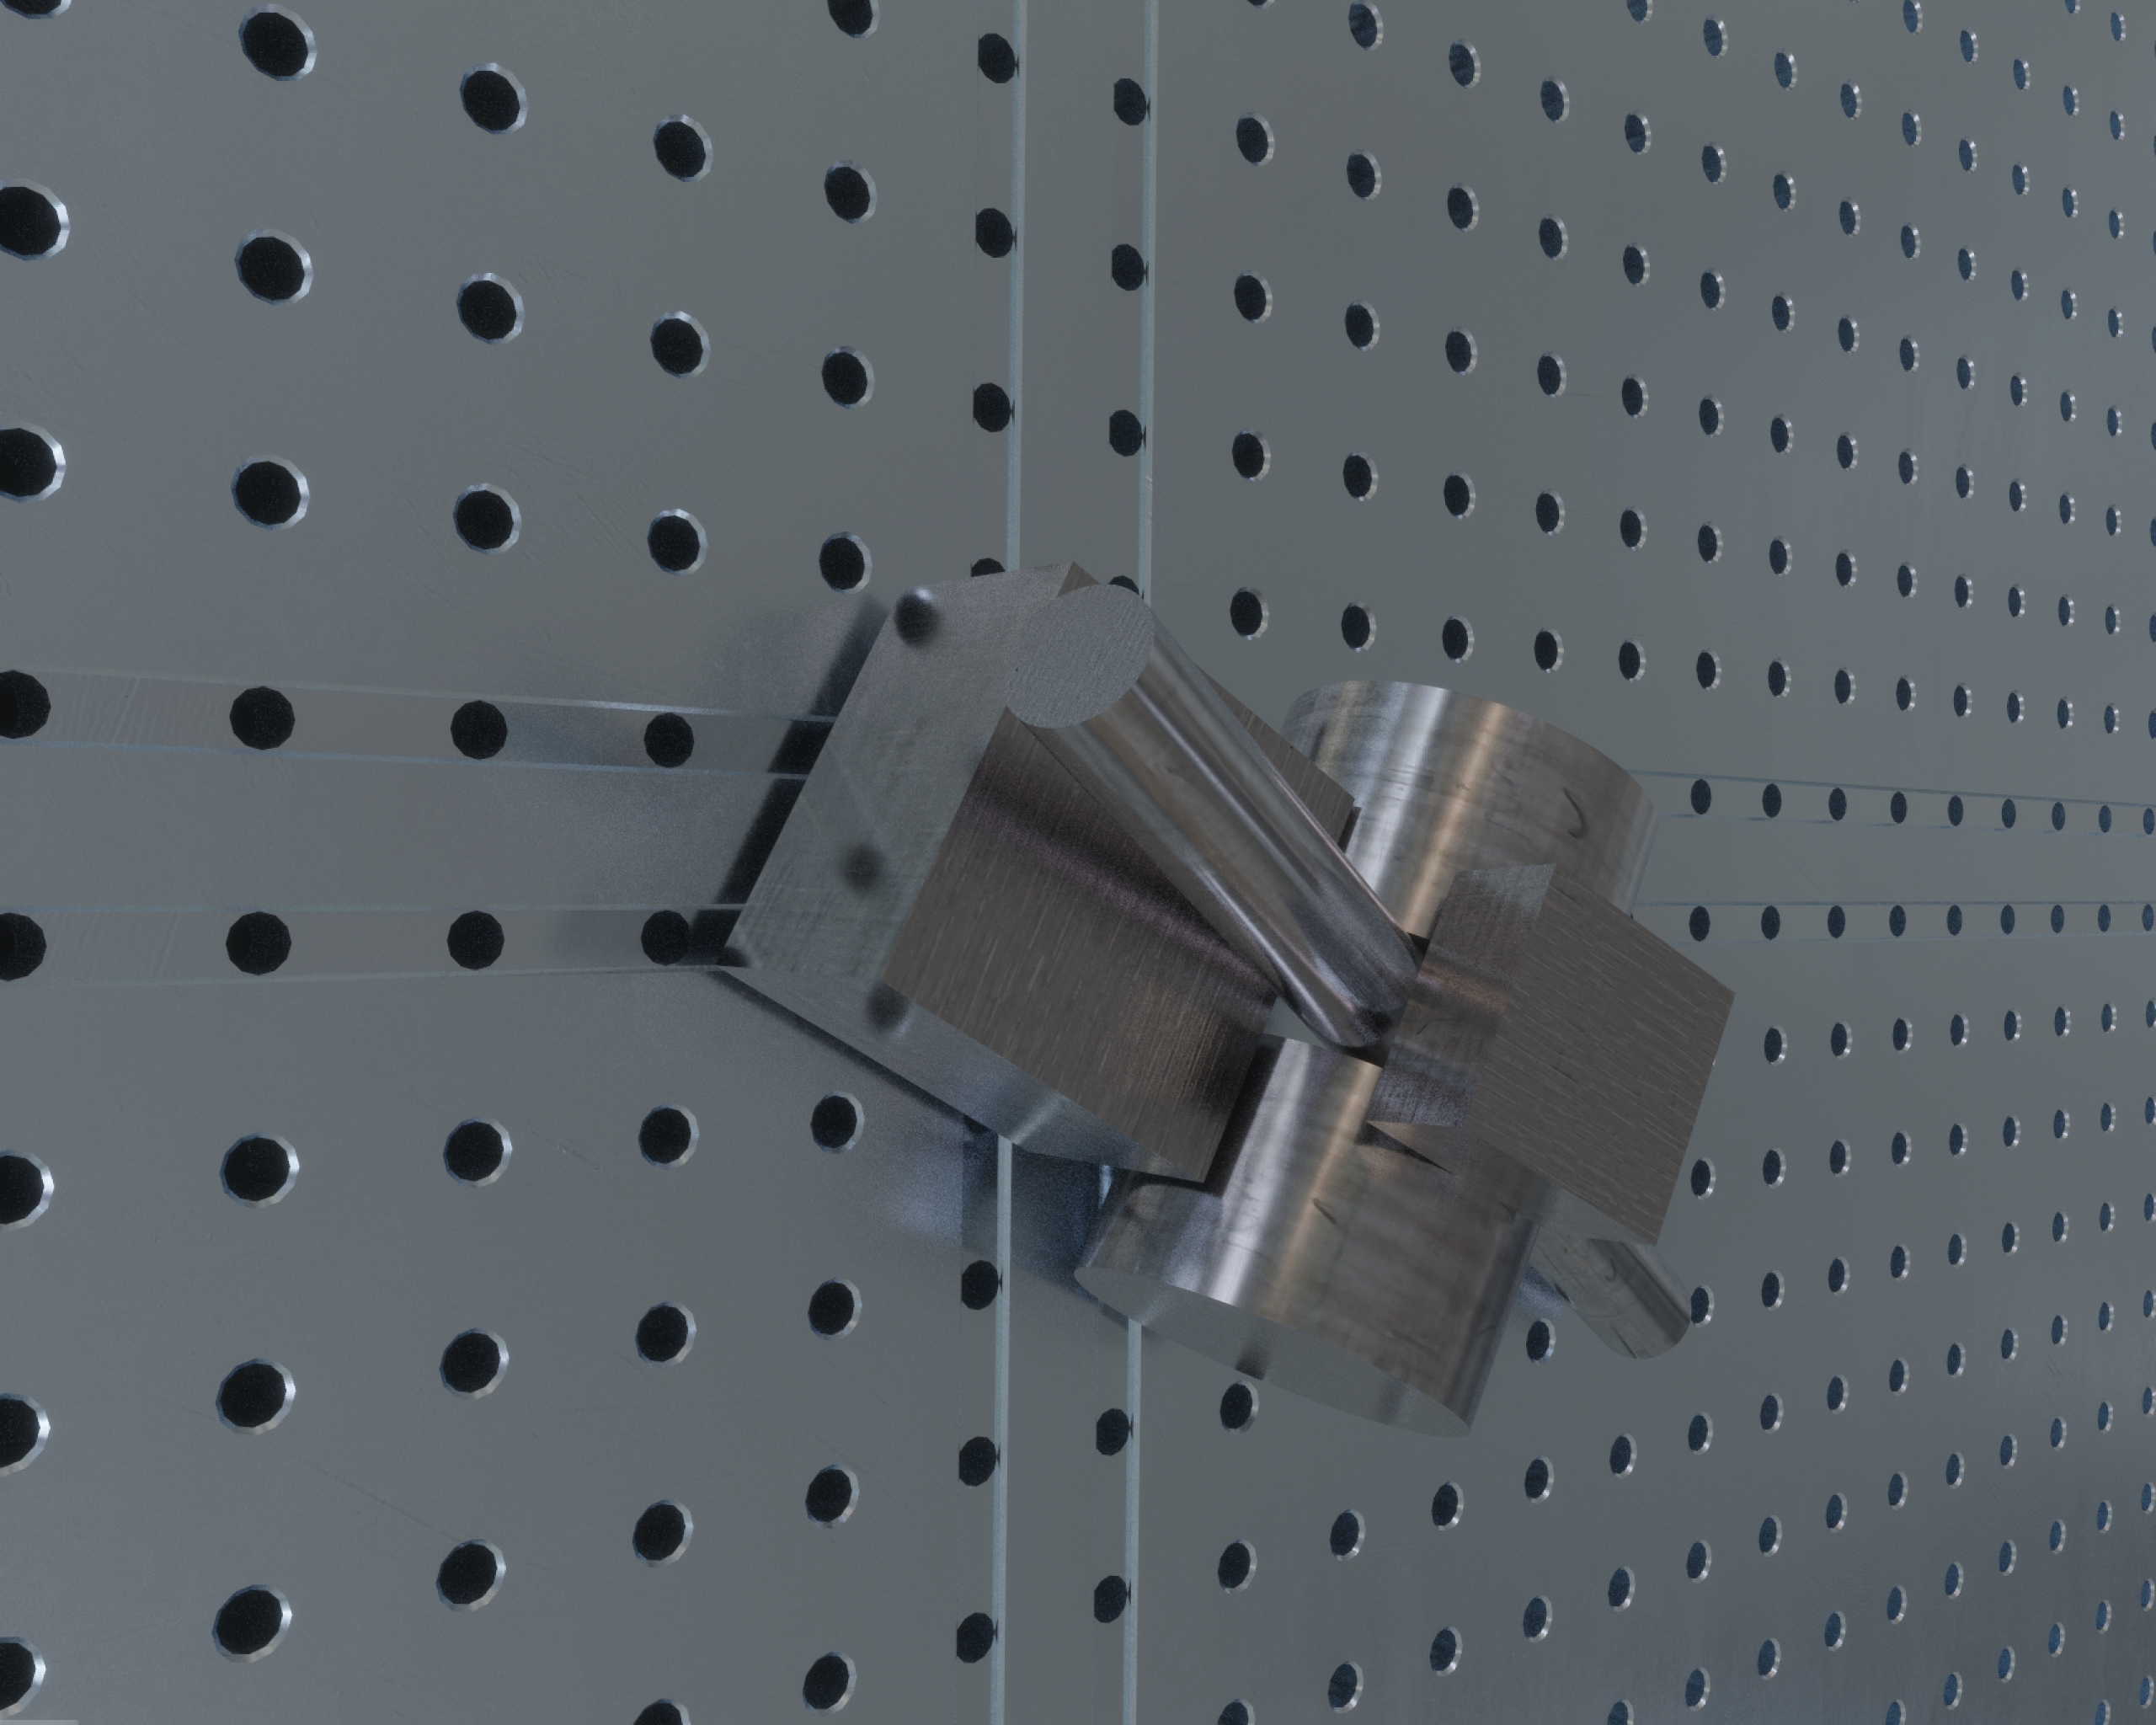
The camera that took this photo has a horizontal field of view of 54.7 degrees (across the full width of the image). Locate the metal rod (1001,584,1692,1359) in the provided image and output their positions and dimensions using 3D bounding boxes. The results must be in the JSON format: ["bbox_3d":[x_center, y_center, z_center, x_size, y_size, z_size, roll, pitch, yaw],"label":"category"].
[{"bbox_3d":[0.071,0.041,0.413,0.300,0.025,0.025,45,62,-48],"label":"metal rod"}]

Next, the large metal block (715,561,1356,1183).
[{"bbox_3d":[-0.005,0.003,0.381,0.080,0.050,0.080,36,68,-34],"label":"large metal block"}]

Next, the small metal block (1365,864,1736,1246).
[{"bbox_3d":[0.085,0.035,0.374,0.050,0.025,0.050,32,70,-26],"label":"small metal block"}]

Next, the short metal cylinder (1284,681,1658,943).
[{"bbox_3d":[0.073,0.004,0.431,0.080,0.080,0.050,34,69,-35],"label":"short metal cylinder"}]

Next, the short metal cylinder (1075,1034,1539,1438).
[{"bbox_3d":[0.046,0.073,0.408,0.080,0.080,0.050,37,67,-34],"label":"short metal cylinder"}]
